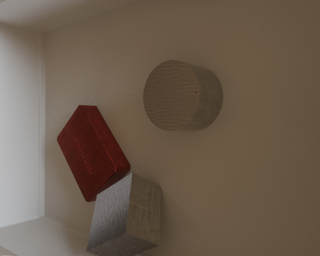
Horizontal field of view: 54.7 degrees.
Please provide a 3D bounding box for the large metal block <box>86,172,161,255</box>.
[{"bbox_3d":[-0.045,0.117,0.403,0.080,0.050,0.080,-36,36,34],"label":"large metal block"}]

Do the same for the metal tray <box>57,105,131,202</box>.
[{"bbox_3d":[-0.109,0.038,0.491,0.090,0.030,0.130,-48,62,29],"label":"metal tray"}]

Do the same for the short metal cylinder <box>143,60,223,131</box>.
[{"bbox_3d":[0.027,-0.037,0.367,0.080,0.050,0.079,0,90,39],"label":"short metal cylinder"}]
